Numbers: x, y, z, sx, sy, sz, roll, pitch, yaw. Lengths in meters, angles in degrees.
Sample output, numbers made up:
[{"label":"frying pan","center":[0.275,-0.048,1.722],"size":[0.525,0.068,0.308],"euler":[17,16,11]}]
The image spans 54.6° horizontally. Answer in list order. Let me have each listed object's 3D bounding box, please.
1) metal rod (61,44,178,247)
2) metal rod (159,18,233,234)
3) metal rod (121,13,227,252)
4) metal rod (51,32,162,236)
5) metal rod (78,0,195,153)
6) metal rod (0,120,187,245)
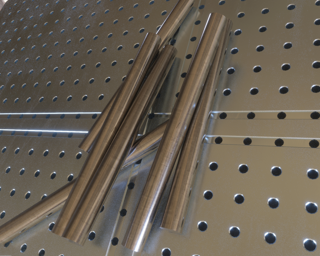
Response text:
[{"label":"metal rod","center":[-0.038,0.001,0.399],"size":[0.025,0.025,0.300],"euler":[5,55,30]},{"label":"metal rod","center":[0.053,-0.021,0.393],"size":[0.025,0.025,0.300],"euler":[3,63,30]},{"label":"metal rod","center":[0.022,-0.004,0.372],"size":[0.025,0.025,0.299],"euler":[14,77,34]},{"label":"metal rod","center":[-0.062,-0.005,0.412],"size":[0.025,0.025,0.300],"euler":[8,65,32]},{"label":"metal rod","center":[-0.030,-0.090,0.480],"size":[0.025,0.025,0.300],"euler":[22,73,36]},{"label":"metal rod","center":[-0.096,0.071,0.416],"size":[0.300,0.025,0.025],"euler":[-32,52,7]}]
